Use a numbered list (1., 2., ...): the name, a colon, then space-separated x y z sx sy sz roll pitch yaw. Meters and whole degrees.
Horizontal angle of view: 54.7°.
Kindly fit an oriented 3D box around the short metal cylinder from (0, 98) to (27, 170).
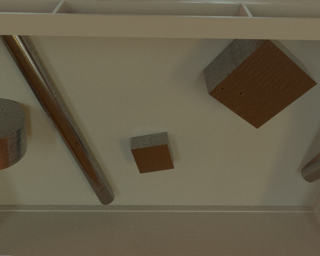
1. short metal cylinder: -0.206 0.006 0.375 0.081 0.080 0.050 9 129 -8

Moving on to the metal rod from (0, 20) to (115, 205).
1. metal rod: -0.121 0.005 0.411 0.025 0.025 0.299 -11 130 9

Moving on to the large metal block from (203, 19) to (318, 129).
1. large metal block: 0.108 -0.057 0.346 0.080 0.050 0.080 31 123 -24

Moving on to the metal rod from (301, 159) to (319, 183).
1. metal rod: 0.250 0.009 0.342 0.025 0.025 0.299 6 155 -6

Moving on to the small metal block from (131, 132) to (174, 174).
1. small metal block: -0.010 0.036 0.439 0.050 0.025 0.050 -10 130 7
